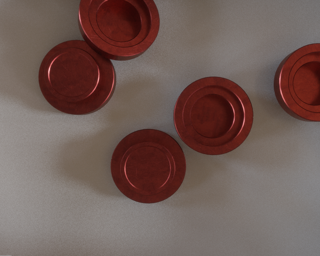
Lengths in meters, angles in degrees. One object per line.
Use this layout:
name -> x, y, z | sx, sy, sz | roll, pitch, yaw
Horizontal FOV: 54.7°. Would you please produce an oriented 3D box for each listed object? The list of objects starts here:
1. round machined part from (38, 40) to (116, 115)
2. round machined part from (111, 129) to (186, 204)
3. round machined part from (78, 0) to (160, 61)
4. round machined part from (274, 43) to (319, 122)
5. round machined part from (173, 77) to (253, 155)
round machined part -> -0.109, -0.066, 0.402 | 0.099, 0.042, 0.097 | 0, 90, 0
round machined part -> -0.015, 0.050, 0.403 | 0.099, 0.042, 0.097 | 0, 90, 0
round machined part -> -0.053, -0.133, 0.393 | 0.099, 0.042, 0.097 | 2, 85, -18
round machined part -> 0.197, -0.057, 0.404 | 0.099, 0.042, 0.097 | 0, 90, 0
round machined part -> 0.067, -0.015, 0.403 | 0.099, 0.042, 0.097 | 0, 90, 0
